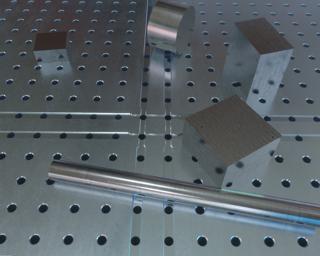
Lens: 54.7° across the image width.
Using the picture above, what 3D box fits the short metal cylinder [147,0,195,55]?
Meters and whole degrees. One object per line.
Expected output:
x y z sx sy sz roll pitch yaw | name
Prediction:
0.020 -0.167 0.513 0.050 0.080 0.080 21 53 16 | short metal cylinder

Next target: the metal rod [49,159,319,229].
0.023 0.072 0.347 0.302 0.025 0.025 9 51 7 | metal rod

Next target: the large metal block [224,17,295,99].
0.143 -0.104 0.461 0.050 0.080 0.080 -13 52 -11 | large metal block

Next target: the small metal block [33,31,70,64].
-0.180 -0.136 0.519 0.050 0.025 0.050 -6 50 -6 | small metal block

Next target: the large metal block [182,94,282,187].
0.084 0.015 0.380 0.081 0.050 0.080 -25 55 -20 | large metal block
